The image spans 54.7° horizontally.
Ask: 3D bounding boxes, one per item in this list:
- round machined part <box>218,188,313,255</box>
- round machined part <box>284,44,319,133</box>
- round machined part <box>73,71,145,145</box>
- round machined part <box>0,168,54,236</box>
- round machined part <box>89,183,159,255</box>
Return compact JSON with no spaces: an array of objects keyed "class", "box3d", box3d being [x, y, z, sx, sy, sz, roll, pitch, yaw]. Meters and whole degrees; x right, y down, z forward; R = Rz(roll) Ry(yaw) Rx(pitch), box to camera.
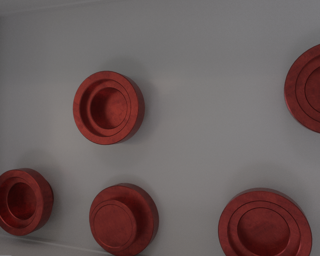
[{"class":"round machined part","box3d":[0.120,0.118,0.359,0.098,0.042,0.097,0,90,20]},{"class":"round machined part","box3d":[0.187,-0.041,0.335,0.098,0.042,0.097,0,90,20]},{"class":"round machined part","box3d":[-0.066,-0.027,0.425,0.098,0.042,0.097,0,90,20]},{"class":"round machined part","box3d":[-0.204,0.110,0.474,0.098,0.042,0.097,0,90,20]},{"class":"round machined part","box3d":[-0.055,0.127,0.421,0.098,0.042,0.097,0,90,20]}]
